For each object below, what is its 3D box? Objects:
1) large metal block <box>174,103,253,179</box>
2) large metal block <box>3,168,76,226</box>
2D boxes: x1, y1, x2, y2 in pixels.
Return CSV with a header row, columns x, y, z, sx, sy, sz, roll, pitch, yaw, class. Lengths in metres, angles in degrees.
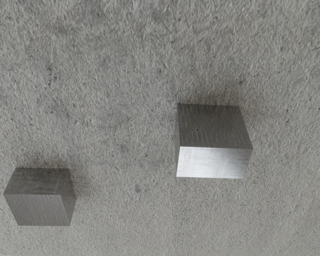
x,y,z,sx,sy,sz,roll,pitch,yaw,class
0.061,0.015,0.384,0.081,0.080,0.050,2,130,-2,large metal block
-0.181,0.108,0.481,0.081,0.050,0.079,1,130,-1,large metal block
